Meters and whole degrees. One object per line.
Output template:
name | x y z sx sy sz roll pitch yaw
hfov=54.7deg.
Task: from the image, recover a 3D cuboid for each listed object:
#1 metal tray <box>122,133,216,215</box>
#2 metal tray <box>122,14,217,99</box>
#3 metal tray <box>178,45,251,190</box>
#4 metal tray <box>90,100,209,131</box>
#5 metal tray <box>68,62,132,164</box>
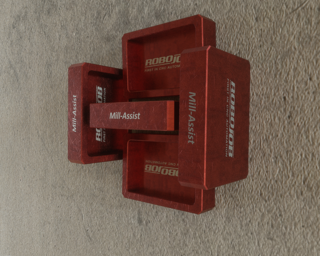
metal tray | 0.007 0.052 0.399 0.130 0.030 0.089 1 90 40
metal tray | 0.008 -0.084 0.397 0.130 0.030 0.089 1 93 40
metal tray | 0.058 -0.009 0.316 0.030 0.091 0.129 2 91 40
metal tray | -0.010 -0.015 0.374 0.130 0.091 0.030 2 93 40
metal tray | -0.081 -0.019 0.431 0.030 0.091 0.129 2 92 40
